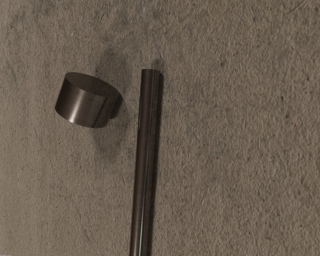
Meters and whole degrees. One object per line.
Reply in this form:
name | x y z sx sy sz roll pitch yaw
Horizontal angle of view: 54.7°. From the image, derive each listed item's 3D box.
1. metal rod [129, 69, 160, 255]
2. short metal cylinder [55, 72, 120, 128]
metal rod | -0.023 0.072 0.421 0.025 0.025 0.298 7 94 39
short metal cylinder | -0.106 -0.042 0.454 0.080 0.081 0.050 39 114 33
